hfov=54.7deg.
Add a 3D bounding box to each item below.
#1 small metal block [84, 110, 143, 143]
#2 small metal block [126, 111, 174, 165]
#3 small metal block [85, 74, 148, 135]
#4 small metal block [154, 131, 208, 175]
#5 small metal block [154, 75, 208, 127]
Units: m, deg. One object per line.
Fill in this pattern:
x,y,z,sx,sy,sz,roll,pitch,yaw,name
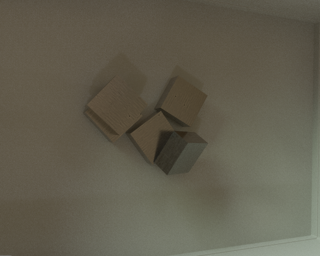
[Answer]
-0.059,-0.017,0.389,0.050,0.025,0.050,-44,104,-15,small metal block
-0.008,0.012,0.409,0.050,0.025,0.050,-38,102,-16,small metal block
-0.052,-0.027,0.366,0.050,0.025,0.050,45,76,-15,small metal block
0.028,0.032,0.400,0.050,0.025,0.050,5,121,-53,small metal block
0.029,-0.035,0.422,0.050,0.025,0.050,32,80,-18,small metal block
